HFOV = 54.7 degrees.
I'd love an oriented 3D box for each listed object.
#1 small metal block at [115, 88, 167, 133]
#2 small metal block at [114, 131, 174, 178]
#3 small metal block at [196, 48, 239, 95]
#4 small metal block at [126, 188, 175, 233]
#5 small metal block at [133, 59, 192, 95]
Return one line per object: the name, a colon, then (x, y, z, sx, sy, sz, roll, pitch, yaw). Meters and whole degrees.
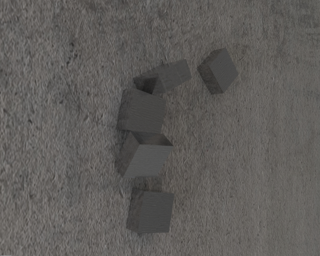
small metal block: (-0.023, -0.017, 0.385, 0.050, 0.025, 0.050, 16, 80, -39)
small metal block: (-0.020, 0.033, 0.372, 0.050, 0.025, 0.050, 6, 122, -40)
small metal block: (0.090, -0.088, 0.480, 0.050, 0.025, 0.050, -49, 119, -29)
small metal block: (-0.012, 0.105, 0.395, 0.050, 0.025, 0.050, 15, 81, -39)
small metal block: (0.003, -0.063, 0.390, 0.050, 0.050, 0.025, -33, 111, -35)
